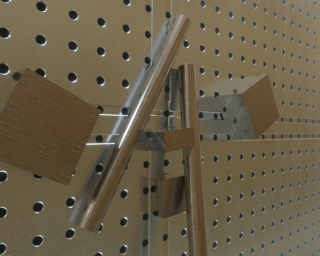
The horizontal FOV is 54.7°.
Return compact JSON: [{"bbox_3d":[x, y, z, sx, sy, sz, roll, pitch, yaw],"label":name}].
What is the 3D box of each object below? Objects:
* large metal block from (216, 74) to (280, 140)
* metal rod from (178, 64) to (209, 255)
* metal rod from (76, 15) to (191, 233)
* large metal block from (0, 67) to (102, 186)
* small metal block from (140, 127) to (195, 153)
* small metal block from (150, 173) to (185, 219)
[{"bbox_3d":[0.148,-0.035,0.517,0.081,0.050,0.080,-35,112,-35],"label":"large metal block"},{"bbox_3d":[0.045,0.060,0.414,0.025,0.025,0.299,6,77,-40],"label":"metal rod"},{"bbox_3d":[-0.024,-0.019,0.388,0.025,0.025,0.300,36,68,-34],"label":"metal rod"},{"bbox_3d":[-0.116,0.001,0.295,0.080,0.050,0.080,33,70,-35],"label":"large metal block"},{"bbox_3d":[0.009,0.014,0.400,0.050,0.050,0.025,-10,97,-40],"label":"small metal block"},{"bbox_3d":[0.015,0.090,0.422,0.050,0.025,0.050,-4,93,-40],"label":"small metal block"}]
